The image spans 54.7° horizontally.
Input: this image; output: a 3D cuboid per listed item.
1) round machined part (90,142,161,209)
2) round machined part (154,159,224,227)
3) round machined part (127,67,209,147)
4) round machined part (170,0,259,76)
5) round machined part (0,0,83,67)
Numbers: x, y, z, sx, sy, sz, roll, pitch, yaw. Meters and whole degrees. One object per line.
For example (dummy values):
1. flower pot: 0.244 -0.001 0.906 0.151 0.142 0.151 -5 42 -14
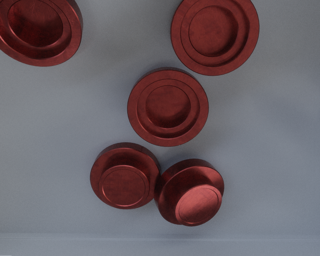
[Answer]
1. round machined part: -0.048 0.072 0.428 0.099 0.042 0.097 0 110 -1
2. round machined part: 0.044 0.094 0.423 0.099 0.042 0.097 -8 117 -17
3. round machined part: 0.010 -0.029 0.392 0.099 0.042 0.097 0 110 -1
4. round machined part: 0.061 -0.113 0.361 0.099 0.042 0.097 0 110 -1
5. round machined part: -0.136 -0.120 0.343 0.099 0.042 0.097 -4 136 -4
